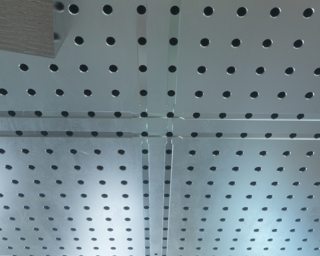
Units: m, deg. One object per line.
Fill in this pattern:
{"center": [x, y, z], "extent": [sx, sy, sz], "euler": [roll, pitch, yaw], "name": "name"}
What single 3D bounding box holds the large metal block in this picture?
{"center": [-0.136, -0.119, 0.293], "extent": [0.080, 0.050, 0.079], "euler": [8, 130, -7], "name": "large metal block"}
